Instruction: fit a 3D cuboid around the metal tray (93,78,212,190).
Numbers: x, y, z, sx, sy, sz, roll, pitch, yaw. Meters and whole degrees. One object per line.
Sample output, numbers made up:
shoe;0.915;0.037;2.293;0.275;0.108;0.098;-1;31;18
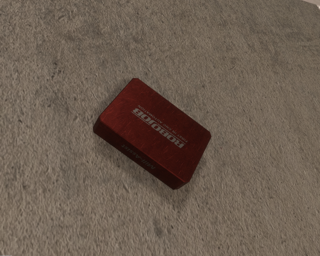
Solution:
metal tray;-0.006;0.005;0.395;0.130;0.030;0.090;37;51;-4
